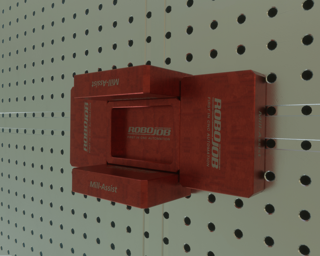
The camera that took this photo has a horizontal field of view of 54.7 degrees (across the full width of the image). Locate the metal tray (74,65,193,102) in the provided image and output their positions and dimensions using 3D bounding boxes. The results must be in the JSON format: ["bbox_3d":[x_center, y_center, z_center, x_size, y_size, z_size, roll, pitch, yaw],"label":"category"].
[{"bbox_3d":[-0.035,-0.052,0.394,0.130,0.091,0.030,1,91,39],"label":"metal tray"}]

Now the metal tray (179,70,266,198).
[{"bbox_3d":[0.068,0.005,0.347,0.090,0.030,0.129,1,91,38],"label":"metal tray"}]

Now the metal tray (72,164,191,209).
[{"bbox_3d":[-0.037,0.068,0.394,0.130,0.091,0.030,1,91,39],"label":"metal tray"}]

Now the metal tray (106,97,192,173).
[{"bbox_3d":[-0.018,0.007,0.416,0.130,0.030,0.089,1,91,39],"label":"metal tray"}]

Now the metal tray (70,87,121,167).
[{"bbox_3d":[-0.102,-0.001,0.487,0.090,0.030,0.129,1,91,39],"label":"metal tray"}]
